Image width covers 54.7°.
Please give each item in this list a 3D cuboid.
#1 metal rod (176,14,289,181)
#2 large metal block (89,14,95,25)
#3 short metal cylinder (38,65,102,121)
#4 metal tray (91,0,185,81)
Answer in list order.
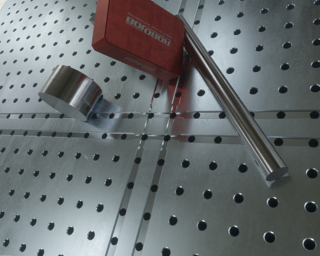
[{"bbox_3d":[0.074,-0.062,0.407,0.025,0.025,0.300,-30,52,9],"label":"metal rod"},{"bbox_3d":[-0.052,-0.153,0.487,0.050,0.080,0.080,-51,43,-7],"label":"large metal block"},{"bbox_3d":[-0.137,-0.052,0.477,0.080,0.080,0.050,14,69,34],"label":"short metal cylinder"},{"bbox_3d":[-0.023,-0.127,0.418,0.030,0.131,0.090,-12,69,46],"label":"metal tray"}]
